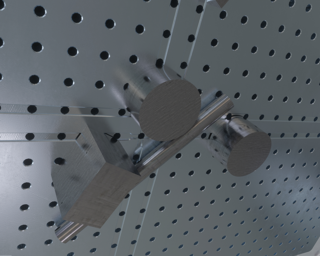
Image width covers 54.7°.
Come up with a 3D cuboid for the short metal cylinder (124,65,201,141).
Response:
[{"bbox_3d":[0.003,-0.031,0.378,0.081,0.050,0.079,-14,124,-21],"label":"short metal cylinder"}]

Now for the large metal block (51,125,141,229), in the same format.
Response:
[{"bbox_3d":[-0.079,0.056,0.368,0.050,0.080,0.080,31,101,-38],"label":"large metal block"}]

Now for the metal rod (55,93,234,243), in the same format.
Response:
[{"bbox_3d":[-0.020,0.055,0.434,0.301,0.025,0.025,-39,130,-2],"label":"metal rod"}]

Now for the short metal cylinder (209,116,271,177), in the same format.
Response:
[{"bbox_3d":[0.123,0.028,0.480,0.081,0.050,0.079,-14,124,-21],"label":"short metal cylinder"}]

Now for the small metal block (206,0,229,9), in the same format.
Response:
[{"bbox_3d":[0.065,-0.171,0.341,0.050,0.025,0.050,-48,129,6],"label":"small metal block"}]
